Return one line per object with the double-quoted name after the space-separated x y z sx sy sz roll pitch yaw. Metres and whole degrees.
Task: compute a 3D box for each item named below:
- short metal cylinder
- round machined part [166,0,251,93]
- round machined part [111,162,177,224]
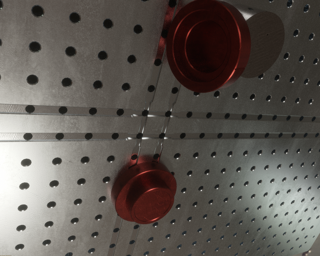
0.106 -0.109 0.388 0.081 0.050 0.079 -14 125 -21 "short metal cylinder"
0.057 -0.090 0.345 0.042 0.098 0.097 -16 128 -44 "round machined part"
-0.018 0.102 0.455 0.099 0.042 0.097 -14 125 -21 "round machined part"
